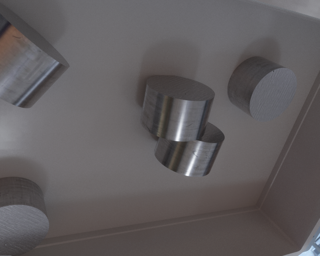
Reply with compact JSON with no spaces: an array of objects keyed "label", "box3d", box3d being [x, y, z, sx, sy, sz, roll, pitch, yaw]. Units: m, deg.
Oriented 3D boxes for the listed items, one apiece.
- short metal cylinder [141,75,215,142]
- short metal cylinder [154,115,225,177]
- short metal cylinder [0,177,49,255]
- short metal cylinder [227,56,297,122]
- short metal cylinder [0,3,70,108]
[{"label":"short metal cylinder","box3d":[0.020,-0.026,0.370,0.081,0.080,0.050,-4,120,-27]},{"label":"short metal cylinder","box3d":[0.038,0.020,0.408,0.081,0.080,0.050,4,117,-31]},{"label":"short metal cylinder","box3d":[-0.176,0.104,0.362,0.081,0.050,0.079,-14,125,-21]},{"label":"short metal cylinder","box3d":[0.144,-0.055,0.439,0.081,0.050,0.079,-14,125,-21]},{"label":"short metal cylinder","box3d":[-0.127,-0.062,0.266,0.050,0.080,0.080,-46,130,4]}]
